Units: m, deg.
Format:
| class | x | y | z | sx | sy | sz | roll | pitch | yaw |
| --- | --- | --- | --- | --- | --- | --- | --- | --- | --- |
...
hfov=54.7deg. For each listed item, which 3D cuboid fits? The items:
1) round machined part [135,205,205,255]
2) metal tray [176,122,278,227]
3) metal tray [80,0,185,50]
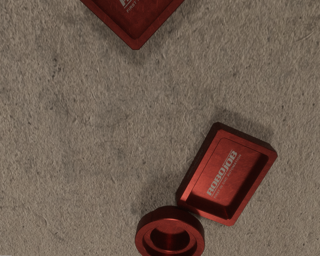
| class | x | y | z | sx | sy | sz | roll | pitch | yaw |
| --- | --- | --- | --- | --- | --- | --- | --- | --- | --- |
| round machined part | 0.015 | 0.152 | 0.451 | 0.099 | 0.042 | 0.097 | 2 | 120 | 4 |
| metal tray | 0.089 | 0.067 | 0.432 | 0.090 | 0.030 | 0.129 | 23 | 108 | -9 |
| metal tray | -0.015 | -0.164 | 0.346 | 0.090 | 0.030 | 0.130 | 42 | 104 | -14 |
